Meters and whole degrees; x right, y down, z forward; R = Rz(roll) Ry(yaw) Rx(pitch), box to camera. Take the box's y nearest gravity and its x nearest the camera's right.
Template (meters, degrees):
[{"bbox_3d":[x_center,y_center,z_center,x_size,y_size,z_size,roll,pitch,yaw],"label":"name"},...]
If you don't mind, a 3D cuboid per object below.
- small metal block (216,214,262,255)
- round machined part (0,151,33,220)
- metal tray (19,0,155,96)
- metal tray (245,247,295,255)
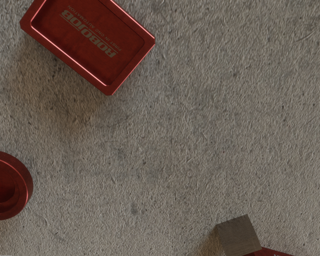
[{"bbox_3d":[0.116,0.160,0.457,0.050,0.050,0.025,-21,109,7],"label":"small metal block"},{"bbox_3d":[-0.223,0.074,0.425,0.099,0.042,0.097,0,110,-1],"label":"round machined part"},{"bbox_3d":[-0.081,-0.112,0.364,0.130,0.030,0.090,39,105,-14],"label":"metal tray"},{"bbox_3d":[0.186,0.246,0.500,0.131,0.030,0.089,18,109,-7],"label":"metal tray"}]
